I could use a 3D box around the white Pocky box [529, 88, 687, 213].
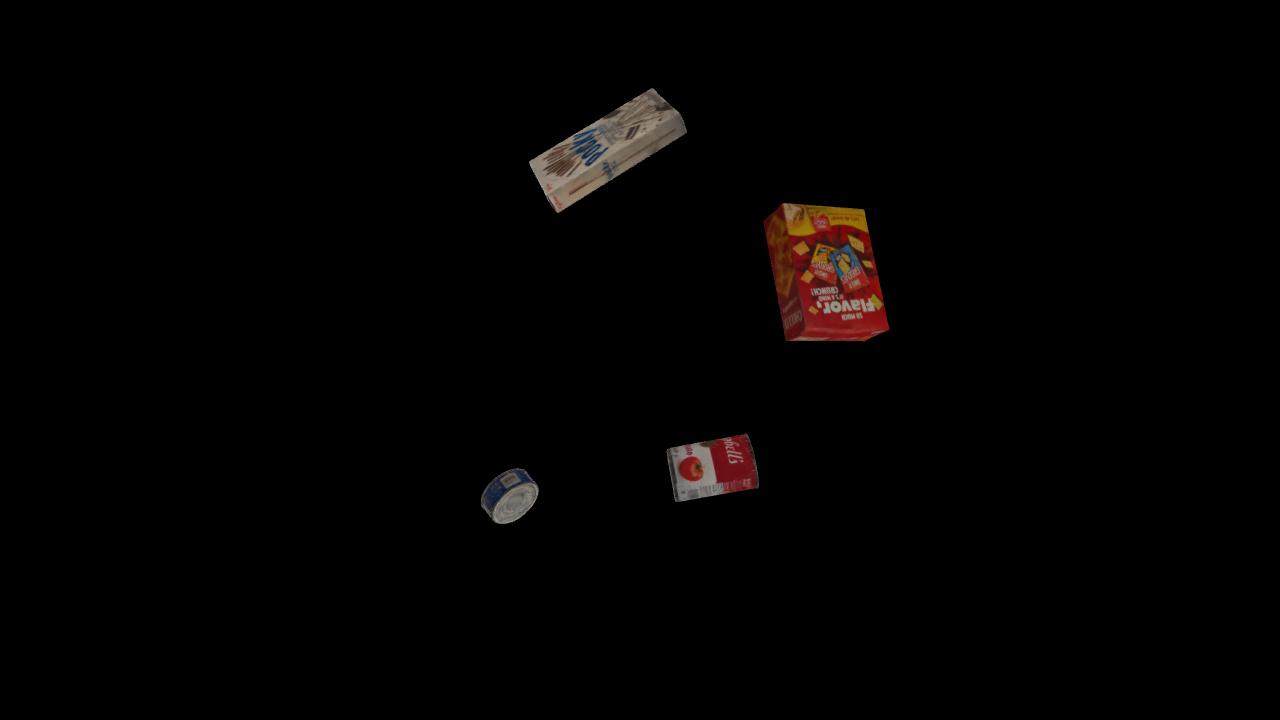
[{"bbox_3d":[-0.035,-0.217,0.631,0.154,0.084,0.028,-31,-45,3],"label":"white Pocky box"}]

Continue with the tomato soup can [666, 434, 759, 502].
[{"bbox_3d":[0.086,0.131,0.745,0.101,0.068,0.068,-11,0,2],"label":"tomato soup can"}]

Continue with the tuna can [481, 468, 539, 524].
[{"bbox_3d":[-0.196,0.207,0.932,0.034,0.084,0.084,40,24,33],"label":"tuna can"}]

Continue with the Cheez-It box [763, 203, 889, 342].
[{"bbox_3d":[0.308,-0.144,1.022,0.166,0.223,0.071,-1,-16,-20],"label":"Cheez-It box"}]
